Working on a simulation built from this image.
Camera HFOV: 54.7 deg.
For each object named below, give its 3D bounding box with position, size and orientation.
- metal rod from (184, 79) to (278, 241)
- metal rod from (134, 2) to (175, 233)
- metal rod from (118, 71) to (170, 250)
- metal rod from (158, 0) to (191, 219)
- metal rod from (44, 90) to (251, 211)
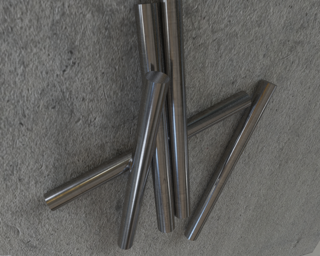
[{"bbox_3d":[0.107,0.063,0.504,0.025,0.025,0.298,9,114,-32],"label":"metal rod"},{"bbox_3d":[-0.003,0.006,0.381,0.025,0.025,0.298,-15,116,-20],"label":"metal rod"},{"bbox_3d":[-0.029,0.065,0.400,0.025,0.025,0.298,-8,132,-25],"label":"metal rod"},{"bbox_3d":[0.021,-0.013,0.383,0.025,0.025,0.298,-15,117,-20],"label":"metal rod"},{"bbox_3d":[-0.008,0.025,0.417,0.302,0.025,0.025,-27,128,-11],"label":"metal rod"}]
